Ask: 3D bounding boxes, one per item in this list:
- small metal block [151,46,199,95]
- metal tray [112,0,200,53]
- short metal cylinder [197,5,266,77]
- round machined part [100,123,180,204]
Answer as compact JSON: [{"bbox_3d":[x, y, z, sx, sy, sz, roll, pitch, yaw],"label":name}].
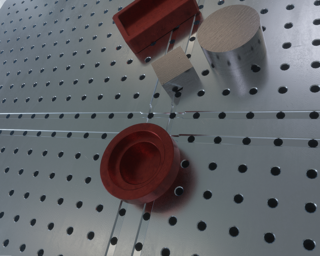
[{"bbox_3d":[0.021,-0.083,0.449,0.050,0.025,0.050,-30,52,9],"label":"small metal block"},{"bbox_3d":[-0.010,-0.195,0.530,0.130,0.030,0.090,-33,52,6],"label":"metal tray"},{"bbox_3d":[0.096,-0.116,0.413,0.080,0.050,0.080,-13,56,21],"label":"short metal cylinder"},{"bbox_3d":[-0.020,0.046,0.380,0.098,0.042,0.098,-13,56,21],"label":"round machined part"}]
